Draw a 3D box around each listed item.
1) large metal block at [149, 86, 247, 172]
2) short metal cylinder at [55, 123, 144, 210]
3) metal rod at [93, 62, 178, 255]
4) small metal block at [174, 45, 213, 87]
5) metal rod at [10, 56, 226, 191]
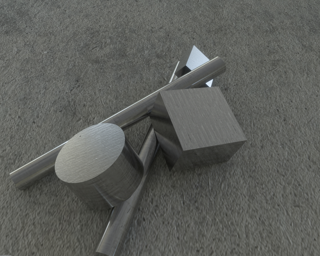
[{"bbox_3d":[0.042,0.000,0.370,0.081,0.050,0.080,-8,59,-23],"label":"large metal block"},{"bbox_3d":[-0.064,0.041,0.337,0.080,0.050,0.080,-15,41,14],"label":"short metal cylinder"},{"bbox_3d":[-0.009,0.015,0.391,0.025,0.025,0.300,14,51,11],"label":"metal rod"},{"bbox_3d":[0.054,-0.086,0.461,0.050,0.025,0.050,38,49,-20],"label":"small metal block"},{"bbox_3d":[-0.040,-0.014,0.393,0.302,0.025,0.025,-31,57,-16],"label":"metal rod"}]
